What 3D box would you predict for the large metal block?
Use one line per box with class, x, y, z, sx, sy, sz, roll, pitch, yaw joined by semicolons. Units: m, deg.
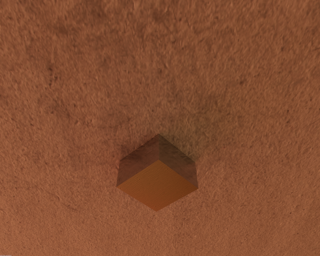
large metal block;-0.003;0.067;0.447;0.080;0.050;0.080;-35;122;26
